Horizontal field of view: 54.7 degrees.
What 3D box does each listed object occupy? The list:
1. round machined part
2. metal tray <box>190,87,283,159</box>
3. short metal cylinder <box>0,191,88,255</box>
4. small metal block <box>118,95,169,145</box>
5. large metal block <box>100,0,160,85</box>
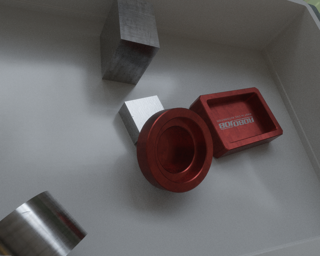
[{"bbox_3d":[0.014,0.026,0.372,0.099,0.042,0.097,2,87,-35],"label":"round machined part"},{"bbox_3d":[0.119,-0.012,0.475,0.131,0.030,0.090,-12,68,-33],"label":"metal tray"},{"bbox_3d":[-0.107,0.098,0.253,0.050,0.080,0.080,47,51,4],"label":"short metal cylinder"},{"bbox_3d":[-0.019,-0.011,0.404,0.050,0.025,0.050,-16,70,-35],"label":"small metal block"},{"bbox_3d":[-0.045,-0.117,0.419,0.050,0.080,0.080,6,59,-25],"label":"large metal block"}]
